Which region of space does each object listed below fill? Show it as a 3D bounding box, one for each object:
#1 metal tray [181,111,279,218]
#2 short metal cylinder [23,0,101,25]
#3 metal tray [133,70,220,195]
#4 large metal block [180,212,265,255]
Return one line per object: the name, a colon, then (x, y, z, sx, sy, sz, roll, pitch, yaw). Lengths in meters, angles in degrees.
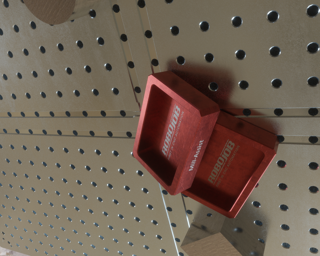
metal tray: (0.080, 0.048, 0.395, 0.090, 0.030, 0.129, 26, 128, 11)
short metal cylinder: (-0.114, -0.164, 0.353, 0.080, 0.050, 0.079, 13, 124, 21)
metal tray: (0.013, 0.007, 0.380, 0.090, 0.030, 0.129, 42, 133, 33)
large metal block: (0.092, 0.173, 0.454, 0.080, 0.050, 0.080, 47, 129, -5)
